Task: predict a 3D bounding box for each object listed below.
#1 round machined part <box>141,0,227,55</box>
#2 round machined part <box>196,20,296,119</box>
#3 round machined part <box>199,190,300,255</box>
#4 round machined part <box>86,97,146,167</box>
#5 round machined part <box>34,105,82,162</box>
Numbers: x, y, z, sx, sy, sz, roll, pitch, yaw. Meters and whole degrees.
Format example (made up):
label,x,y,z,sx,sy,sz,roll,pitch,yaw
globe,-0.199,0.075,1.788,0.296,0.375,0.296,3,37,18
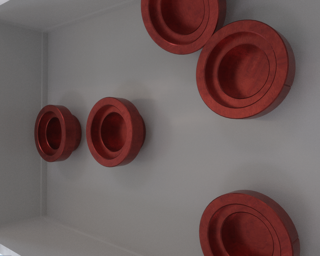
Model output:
label,x,y,z,sx,sy,sz,roll,pitch,yaw
round machined part,0.030,-0.138,0.355,0.098,0.042,0.097,17,123,27
round machined part,0.090,-0.057,0.321,0.098,0.042,0.097,0,90,40
round machined part,0.093,0.112,0.319,0.098,0.042,0.097,0,90,40
round machined part,-0.059,0.006,0.445,0.098,0.042,0.097,0,90,40
round machined part,-0.174,0.009,0.540,0.098,0.042,0.097,0,90,40
